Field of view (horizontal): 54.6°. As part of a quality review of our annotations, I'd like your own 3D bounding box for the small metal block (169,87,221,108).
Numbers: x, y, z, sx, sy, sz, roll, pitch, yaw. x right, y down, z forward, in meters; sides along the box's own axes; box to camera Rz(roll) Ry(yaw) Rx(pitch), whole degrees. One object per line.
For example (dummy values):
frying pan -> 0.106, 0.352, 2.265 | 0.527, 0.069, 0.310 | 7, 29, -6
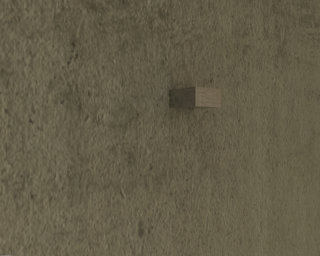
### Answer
small metal block -> 0.048, -0.040, 0.428 | 0.050, 0.050, 0.025 | -1, 91, -40
